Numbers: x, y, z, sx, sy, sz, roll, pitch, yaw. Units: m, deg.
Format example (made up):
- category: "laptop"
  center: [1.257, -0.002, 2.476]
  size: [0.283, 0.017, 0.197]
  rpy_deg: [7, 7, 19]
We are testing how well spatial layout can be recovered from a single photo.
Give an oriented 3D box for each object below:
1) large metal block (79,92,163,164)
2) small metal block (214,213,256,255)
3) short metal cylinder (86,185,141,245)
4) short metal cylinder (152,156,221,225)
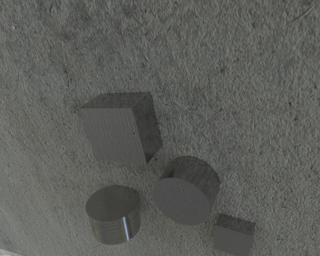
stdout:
- category: "large metal block"
  center: [-0.050, -0.001, 0.416]
  size: [0.080, 0.050, 0.080]
  rpy_deg: [1, 119, 27]
- category: "small metal block"
  center: [0.107, 0.156, 0.447]
  size: [0.050, 0.025, 0.050]
  rpy_deg: [11, 123, 22]
- category: "short metal cylinder"
  center: [-0.073, 0.137, 0.495]
  size: [0.080, 0.080, 0.050]
  rpy_deg: [9, 122, 23]
- category: "short metal cylinder"
  center: [0.037, 0.085, 0.424]
  size: [0.080, 0.050, 0.079]
  rpy_deg: [13, 124, 21]
